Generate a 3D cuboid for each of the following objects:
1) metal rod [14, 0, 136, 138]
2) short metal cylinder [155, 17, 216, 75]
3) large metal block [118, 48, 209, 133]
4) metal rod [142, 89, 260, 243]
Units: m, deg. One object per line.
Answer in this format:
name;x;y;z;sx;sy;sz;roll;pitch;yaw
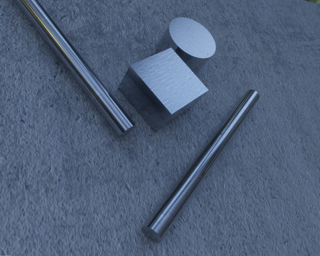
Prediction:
metal rod;-0.132;-0.112;0.400;0.025;0.025;0.300;-32;80;-38
short metal cylinder;0.039;-0.125;0.485;0.081;0.050;0.080;14;56;-21
large metal block;0.004;-0.053;0.422;0.081;0.050;0.080;-34;81;-38
metal rod;0.073;0.030;0.424;0.025;0.025;0.301;43;51;1
